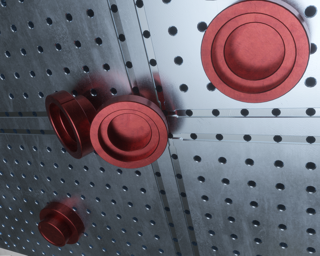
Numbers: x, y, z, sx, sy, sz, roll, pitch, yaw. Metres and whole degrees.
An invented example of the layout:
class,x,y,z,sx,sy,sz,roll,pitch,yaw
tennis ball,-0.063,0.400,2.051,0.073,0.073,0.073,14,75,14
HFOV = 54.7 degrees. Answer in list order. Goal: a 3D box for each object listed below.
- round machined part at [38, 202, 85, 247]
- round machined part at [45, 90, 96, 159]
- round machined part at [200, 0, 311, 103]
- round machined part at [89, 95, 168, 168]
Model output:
class,x,y,z,sx,sy,sz,roll,pitch,yaw
round machined part,-0.207,0.202,0.632,0.098,0.042,0.097,13,124,20
round machined part,-0.119,-0.009,0.440,0.098,0.042,0.097,34,140,36
round machined part,0.093,-0.077,0.303,0.098,0.042,0.097,13,124,20
round machined part,-0.039,0.001,0.405,0.099,0.042,0.097,0,118,1
